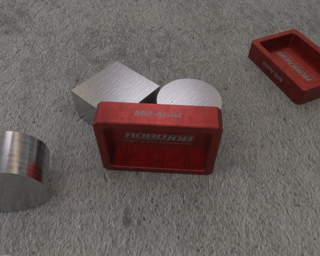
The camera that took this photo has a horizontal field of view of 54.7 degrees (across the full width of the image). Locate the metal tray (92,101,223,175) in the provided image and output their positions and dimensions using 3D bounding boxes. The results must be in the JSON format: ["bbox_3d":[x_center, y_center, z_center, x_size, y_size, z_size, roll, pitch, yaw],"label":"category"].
[{"bbox_3d":[-0.002,0.014,0.348,0.131,0.089,0.030,3,50,2],"label":"metal tray"}]

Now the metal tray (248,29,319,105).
[{"bbox_3d":[0.213,-0.100,0.485,0.091,0.030,0.130,-18,53,-15],"label":"metal tray"}]

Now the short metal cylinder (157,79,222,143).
[{"bbox_3d":[0.036,-0.019,0.403,0.081,0.050,0.080,0,50,0],"label":"short metal cylinder"}]

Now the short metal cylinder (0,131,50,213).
[{"bbox_3d":[-0.160,0.048,0.326,0.081,0.080,0.050,-8,51,-7],"label":"short metal cylinder"}]

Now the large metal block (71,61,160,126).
[{"bbox_3d":[-0.057,-0.035,0.416,0.080,0.050,0.080,34,58,25],"label":"large metal block"}]
